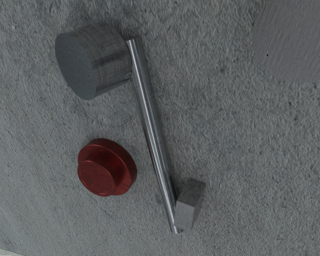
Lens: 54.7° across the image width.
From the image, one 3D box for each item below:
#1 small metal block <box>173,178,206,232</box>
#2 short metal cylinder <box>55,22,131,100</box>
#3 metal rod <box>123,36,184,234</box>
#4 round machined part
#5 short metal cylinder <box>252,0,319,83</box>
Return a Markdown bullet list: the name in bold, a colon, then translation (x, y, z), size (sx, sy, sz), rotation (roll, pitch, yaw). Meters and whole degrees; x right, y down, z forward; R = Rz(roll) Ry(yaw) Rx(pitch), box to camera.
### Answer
- **small metal block**: translation (0.042, 0.107, 0.435), size (0.025, 0.050, 0.050), rotation (17, 125, 18)
- **short metal cylinder**: translation (-0.080, -0.079, 0.367), size (0.080, 0.050, 0.079), rotation (31, 138, 34)
- **metal rod**: translation (-0.004, 0.027, 0.425), size (0.025, 0.025, 0.298), rotation (1, 119, 28)
- **round machined part**: translation (-0.089, 0.068, 0.485), size (0.098, 0.042, 0.097), rotation (13, 124, 21)
- **short metal cylinder**: translation (0.126, -0.086, 0.271), size (0.080, 0.050, 0.079), rotation (13, 124, 21)
